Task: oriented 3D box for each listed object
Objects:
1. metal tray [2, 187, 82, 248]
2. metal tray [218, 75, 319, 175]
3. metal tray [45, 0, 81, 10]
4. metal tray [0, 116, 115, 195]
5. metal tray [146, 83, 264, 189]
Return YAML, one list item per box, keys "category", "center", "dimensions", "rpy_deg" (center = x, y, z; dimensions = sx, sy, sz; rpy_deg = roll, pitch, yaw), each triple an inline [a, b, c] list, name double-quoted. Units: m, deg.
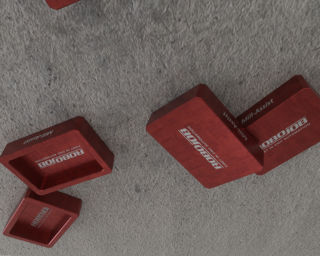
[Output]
- category: "metal tray"
  center: [-0.203, 0.154, 0.532]
  dimensions: [0.090, 0.030, 0.129]
  rpy_deg: [27, 125, -21]
- category: "metal tray"
  center: [0.154, 0.002, 0.407]
  dimensions: [0.090, 0.030, 0.130]
  rpy_deg: [35, 122, -26]
- category: "metal tray"
  center: [-0.057, -0.168, 0.260]
  dimensions: [0.130, 0.030, 0.090]
  rpy_deg: [-17, 129, 13]
- category: "metal tray"
  center: [-0.143, 0.043, 0.438]
  dimensions: [0.130, 0.030, 0.090]
  rpy_deg: [-20, 128, 15]
- category: "metal tray"
  center: [0.058, 0.016, 0.392]
  dimensions: [0.090, 0.030, 0.130]
  rpy_deg: [-30, 115, 36]
